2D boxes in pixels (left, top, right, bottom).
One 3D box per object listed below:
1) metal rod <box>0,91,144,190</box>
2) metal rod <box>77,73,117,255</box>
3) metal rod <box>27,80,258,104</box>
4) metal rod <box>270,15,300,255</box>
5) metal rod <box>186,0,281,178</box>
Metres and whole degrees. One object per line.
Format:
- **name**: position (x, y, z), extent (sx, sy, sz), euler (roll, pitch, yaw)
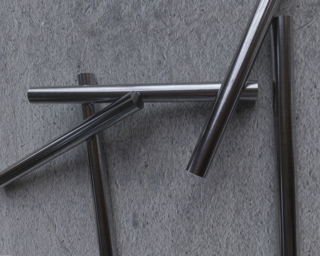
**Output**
- **metal rod**: position (-0.148, 0.028, 0.440), extent (0.300, 0.025, 0.025), euler (-27, 81, 25)
- **metal rod**: position (-0.087, 0.071, 0.439), extent (0.025, 0.025, 0.298), euler (-9, 87, 20)
- **metal rod**: position (-0.031, -0.045, 0.402), extent (0.301, 0.025, 0.025), euler (0, 90, 13)
- **metal rod**: position (0.144, 0.023, 0.357), extent (0.025, 0.025, 0.298), euler (-2, 89, 20)
- **metal rod**: position (0.099, -0.086, 0.350), extent (0.025, 0.025, 0.299), euler (23, 89, 18)
